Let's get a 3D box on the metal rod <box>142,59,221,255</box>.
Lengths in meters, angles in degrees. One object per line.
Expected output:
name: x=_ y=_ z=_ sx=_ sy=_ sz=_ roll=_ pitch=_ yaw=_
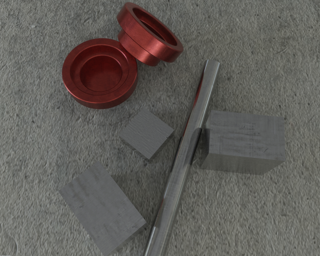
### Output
metal rod: x=0.028 y=0.043 z=0.392 sx=0.025 sy=0.025 sz=0.299 roll=17 pitch=71 yaw=6

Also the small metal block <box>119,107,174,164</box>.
small metal block: x=-0.017 y=0.010 z=0.404 sx=0.050 sy=0.025 sz=0.050 roll=38 pitch=74 yaw=12

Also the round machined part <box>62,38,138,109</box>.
round machined part: x=-0.079 y=-0.070 z=0.424 sx=0.099 sy=0.042 sz=0.098 roll=0 pitch=70 yaw=0

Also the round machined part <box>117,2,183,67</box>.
round machined part: x=-0.018 y=-0.122 z=0.425 sx=0.042 sy=0.099 sz=0.098 roll=-47 pitch=73 yaw=26

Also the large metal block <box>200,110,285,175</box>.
large metal block: x=0.094 y=0.021 z=0.372 sx=0.080 sy=0.080 sz=0.050 roll=6 pitch=70 yaw=2

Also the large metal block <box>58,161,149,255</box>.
large metal block: x=-0.058 y=0.091 z=0.345 sx=0.050 sy=0.080 sz=0.080 roll=-38 pitch=75 yaw=-12
